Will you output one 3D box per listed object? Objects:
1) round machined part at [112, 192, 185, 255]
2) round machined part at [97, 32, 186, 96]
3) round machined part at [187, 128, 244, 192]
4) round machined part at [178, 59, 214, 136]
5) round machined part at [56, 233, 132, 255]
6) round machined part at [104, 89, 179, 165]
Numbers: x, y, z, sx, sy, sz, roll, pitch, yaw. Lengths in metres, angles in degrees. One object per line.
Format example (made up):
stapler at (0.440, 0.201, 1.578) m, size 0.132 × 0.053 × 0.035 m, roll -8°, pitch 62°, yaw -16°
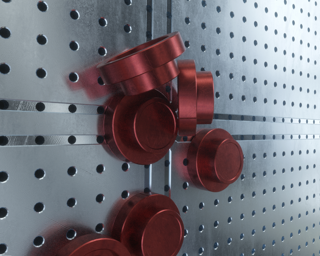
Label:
round machined part at (-0.008, 0.133, 0.391) m, size 0.099 × 0.042 × 0.097 m, roll 0°, pitch 90°, yaw -40°
round machined part at (-0.017, -0.069, 0.347) m, size 0.099 × 0.098 × 0.042 m, roll -36°, pitch 113°, yaw -34°
round machined part at (0.090, 0.049, 0.472) m, size 0.099 × 0.042 × 0.097 m, roll 0°, pitch 90°, yaw -40°
round machined part at (0.044, -0.038, 0.397) m, size 0.042 × 0.098 × 0.097 m, roll -1°, pitch 91°, yaw 3°
round machined part at (-0.079, 0.162, 0.331) m, size 0.099 × 0.042 × 0.097 m, roll 0°, pitch 90°, yaw -40°
round machined part at (-0.016, -0.003, 0.384) m, size 0.099 × 0.042 × 0.097 m, roll 0°, pitch 90°, yaw -40°
